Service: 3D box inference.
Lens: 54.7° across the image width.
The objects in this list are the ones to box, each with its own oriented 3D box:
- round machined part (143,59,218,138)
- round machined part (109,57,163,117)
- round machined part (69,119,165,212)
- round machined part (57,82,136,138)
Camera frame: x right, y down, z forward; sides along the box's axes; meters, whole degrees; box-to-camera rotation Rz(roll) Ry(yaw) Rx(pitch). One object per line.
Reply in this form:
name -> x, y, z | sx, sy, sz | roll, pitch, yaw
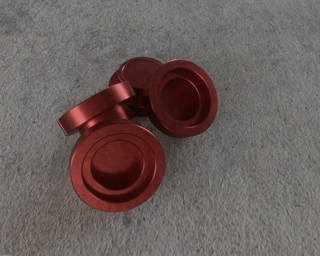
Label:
round machined part -> 0.023, -0.035, 0.401 | 0.099, 0.042, 0.098 | 5, 79, -27
round machined part -> -0.025, -0.066, 0.447 | 0.099, 0.042, 0.098 | 0, 50, 0
round machined part -> -0.047, 0.037, 0.336 | 0.099, 0.097, 0.042 | -17, 19, -14
round machined part -> -0.070, -0.014, 0.380 | 0.099, 0.098, 0.042 | -32, 94, -24
